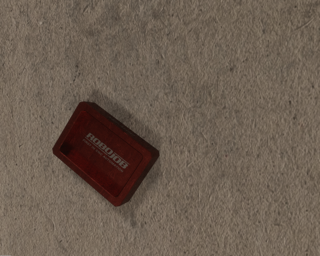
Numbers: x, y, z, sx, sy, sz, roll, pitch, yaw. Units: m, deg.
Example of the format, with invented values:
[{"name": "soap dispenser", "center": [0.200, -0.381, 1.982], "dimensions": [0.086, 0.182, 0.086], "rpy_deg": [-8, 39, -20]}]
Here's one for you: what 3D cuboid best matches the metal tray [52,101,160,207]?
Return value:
[{"name": "metal tray", "center": [-0.078, 0.034, 0.432], "dimensions": [0.130, 0.030, 0.090], "rpy_deg": [36, 101, 16]}]
